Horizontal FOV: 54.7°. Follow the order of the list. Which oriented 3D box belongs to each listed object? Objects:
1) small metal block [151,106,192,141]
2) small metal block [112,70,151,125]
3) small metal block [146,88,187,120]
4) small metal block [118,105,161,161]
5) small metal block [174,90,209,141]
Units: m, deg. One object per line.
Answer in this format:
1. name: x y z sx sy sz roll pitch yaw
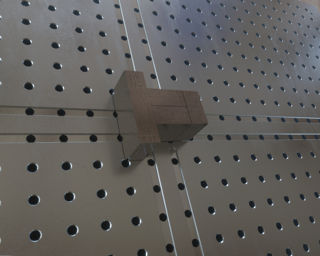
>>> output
1. small metal block: 0.004 -0.005 0.398 0.050 0.050 0.025 0 62 -29
2. small metal block: -0.038 -0.038 0.395 0.025 0.050 0.050 0 62 -29
3. small metal block: -0.002 -0.027 0.408 0.050 0.050 0.025 0 62 -29
4. small metal block: -0.026 0.006 0.375 0.025 0.050 0.050 0 62 -29
5. small metal block: 0.035 -0.016 0.421 0.025 0.050 0.050 0 62 -29
